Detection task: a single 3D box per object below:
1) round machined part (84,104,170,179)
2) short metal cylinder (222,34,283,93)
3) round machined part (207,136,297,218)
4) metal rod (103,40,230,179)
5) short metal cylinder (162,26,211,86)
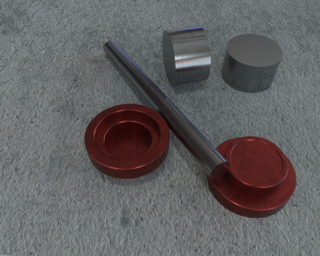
[{"bbox_3d":[-0.038,0.020,0.375,0.099,0.042,0.098,0,50,0],"label":"round machined part"},{"bbox_3d":[0.138,-0.099,0.472,0.081,0.050,0.080,0,50,0],"label":"short metal cylinder"},{"bbox_3d":[0.105,0.048,0.353,0.099,0.042,0.098,0,50,0],"label":"round machined part"},{"bbox_3d":[-0.010,-0.045,0.419,0.025,0.025,0.300,-23,47,-18],"label":"metal rod"},{"bbox_3d":[0.037,-0.106,0.457,0.050,0.080,0.080,-10,51,-9],"label":"short metal cylinder"}]
